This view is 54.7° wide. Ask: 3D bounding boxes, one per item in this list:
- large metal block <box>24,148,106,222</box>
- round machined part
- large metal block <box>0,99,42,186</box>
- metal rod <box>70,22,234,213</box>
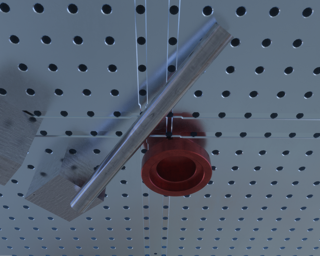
[{"bbox_3d":[-0.139,0.089,0.469,0.080,0.050,0.080,-34,123,25],"label":"large metal block"},{"bbox_3d":[0.023,0.052,0.445,0.099,0.042,0.097,0,130,0],"label":"round machined part"},{"bbox_3d":[-0.207,0.012,0.383,0.080,0.080,0.050,33,123,-25],"label":"large metal block"},{"bbox_3d":[-0.023,0.002,0.378,0.025,0.025,0.299,31,113,-24],"label":"metal rod"}]
